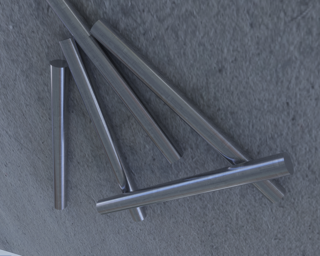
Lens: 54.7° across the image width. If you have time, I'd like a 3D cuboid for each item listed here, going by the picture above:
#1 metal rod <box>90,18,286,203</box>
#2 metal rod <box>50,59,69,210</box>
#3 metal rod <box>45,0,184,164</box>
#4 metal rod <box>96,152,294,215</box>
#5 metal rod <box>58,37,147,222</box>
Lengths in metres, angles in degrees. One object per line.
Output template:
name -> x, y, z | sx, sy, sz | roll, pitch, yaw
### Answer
metal rod -> 0.035, -0.019, 0.375 | 0.300, 0.025, 0.025 | 43, 129, -2
metal rod -> -0.164, 0.030, 0.509 | 0.025, 0.025, 0.298 | 23, 127, 14
metal rod -> -0.066, -0.078, 0.391 | 0.025, 0.025, 0.299 | -29, 103, 37
metal rod -> 0.021, 0.082, 0.411 | 0.299, 0.025, 0.025 | -22, 107, 35
metal rod -> -0.076, 0.016, 0.454 | 0.025, 0.025, 0.298 | -4, 117, 29
